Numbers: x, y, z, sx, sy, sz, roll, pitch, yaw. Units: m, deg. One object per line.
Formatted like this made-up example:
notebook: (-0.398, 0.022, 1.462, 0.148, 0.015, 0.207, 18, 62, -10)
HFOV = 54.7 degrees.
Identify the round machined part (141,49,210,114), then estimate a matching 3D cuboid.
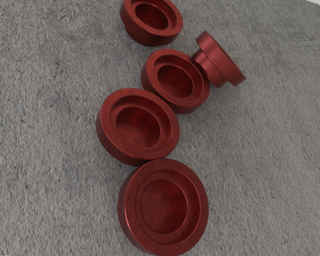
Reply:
round machined part: (0.018, -0.061, 0.439, 0.099, 0.042, 0.098, 13, 56, -21)

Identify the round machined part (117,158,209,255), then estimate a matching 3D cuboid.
round machined part: (0.000, 0.085, 0.334, 0.099, 0.042, 0.098, 10, 68, -26)

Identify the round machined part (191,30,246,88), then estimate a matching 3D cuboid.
round machined part: (0.086, -0.101, 0.482, 0.098, 0.042, 0.098, 43, 21, -20)

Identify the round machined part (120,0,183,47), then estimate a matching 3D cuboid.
round machined part: (-0.017, -0.167, 0.486, 0.099, 0.042, 0.098, 14, 56, -21)

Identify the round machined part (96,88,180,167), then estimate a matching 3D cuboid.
round machined part: (-0.029, 0.003, 0.374, 0.099, 0.042, 0.098, 14, 54, -20)
